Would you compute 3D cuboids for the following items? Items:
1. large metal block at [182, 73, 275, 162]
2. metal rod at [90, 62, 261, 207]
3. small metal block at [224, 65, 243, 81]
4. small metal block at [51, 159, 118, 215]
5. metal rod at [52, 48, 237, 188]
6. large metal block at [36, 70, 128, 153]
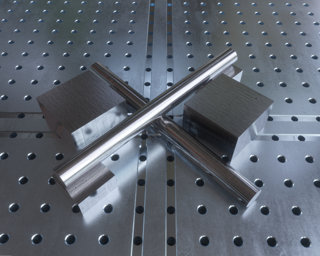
[{"bbox_3d":[0.087,-0.016,0.406,0.080,0.050,0.080,36,58,26],"label":"large metal block"},{"bbox_3d":[0.002,-0.007,0.412,0.025,0.025,0.300,-35,59,-26],"label":"metal rod"},{"bbox_3d":[0.089,-0.080,0.476,0.050,0.025,0.050,-37,59,-27],"label":"small metal block"},{"bbox_3d":[-0.086,0.061,0.356,0.050,0.025,0.050,37,59,27],"label":"small metal block"},{"bbox_3d":[0.000,-0.028,0.398,0.025,0.025,0.302,37,59,27],"label":"metal rod"},{"bbox_3d":[-0.100,-0.021,0.408,0.080,0.050,0.080,-36,59,-26],"label":"large metal block"}]
